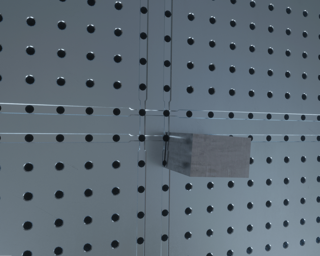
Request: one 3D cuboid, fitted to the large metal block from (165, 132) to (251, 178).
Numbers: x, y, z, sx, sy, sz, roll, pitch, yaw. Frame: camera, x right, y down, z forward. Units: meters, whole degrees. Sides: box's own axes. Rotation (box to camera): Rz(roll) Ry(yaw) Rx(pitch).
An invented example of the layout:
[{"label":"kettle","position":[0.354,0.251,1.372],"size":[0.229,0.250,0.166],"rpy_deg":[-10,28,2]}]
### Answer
[{"label":"large metal block","position":[0.060,0.034,0.407],"size":[0.081,0.080,0.050],"rpy_deg":[4,89,-20]}]
